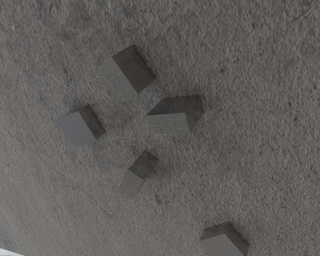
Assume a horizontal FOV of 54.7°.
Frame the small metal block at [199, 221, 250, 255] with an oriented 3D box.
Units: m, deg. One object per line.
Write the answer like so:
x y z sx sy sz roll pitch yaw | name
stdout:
0.096 0.172 0.463 0.050 0.025 0.050 -35 99 38 | small metal block

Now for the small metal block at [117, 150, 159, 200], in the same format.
-0.031 0.068 0.449 0.025 0.050 0.050 33 129 6 | small metal block

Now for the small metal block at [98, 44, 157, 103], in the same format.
-0.038 -0.066 0.370 0.025 0.050 0.050 -27 104 37 | small metal block

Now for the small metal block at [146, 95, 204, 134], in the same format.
0.019 -0.017 0.370 0.050 0.050 0.025 -3 117 29 | small metal block

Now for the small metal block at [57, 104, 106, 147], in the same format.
-0.118 -0.003 0.468 0.050 0.025 0.050 -17 110 34 | small metal block
